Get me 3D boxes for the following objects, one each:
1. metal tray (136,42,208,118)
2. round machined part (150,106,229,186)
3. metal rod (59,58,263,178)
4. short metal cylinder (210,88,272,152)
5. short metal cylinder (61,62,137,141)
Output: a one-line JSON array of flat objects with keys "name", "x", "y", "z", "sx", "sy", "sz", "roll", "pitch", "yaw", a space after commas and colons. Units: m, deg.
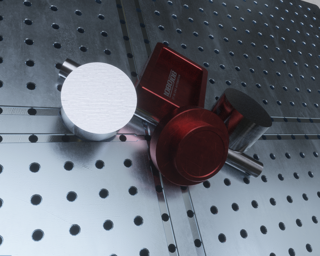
[{"name": "metal tray", "x": 0.018, "y": -0.061, "z": 0.433, "sx": 0.090, "sy": 0.030, "sz": 0.130, "roll": 28, "pitch": 39, "yaw": -10}, {"name": "round machined part", "x": 0.041, "y": 0.025, "z": 0.369, "sx": 0.099, "sy": 0.042, "sz": 0.097, "roll": -6, "pitch": 106, "yaw": -21}, {"name": "metal rod", "x": 0.009, "y": -0.008, "z": 0.418, "sx": 0.301, "sy": 0.025, "sz": 0.025, "roll": 28, "pitch": 52, "yaw": -11}, {"name": "short metal cylinder", "x": 0.111, "y": -0.012, "z": 0.444, "sx": 0.080, "sy": 0.050, "sz": 0.080, "roll": 24, "pitch": 33, "yaw": -17}, {"name": "short metal cylinder", "x": -0.072, "y": -0.028, "z": 0.355, "sx": 0.081, "sy": 0.050, "sz": 0.080, "roll": 4, "pitch": 77, "yaw": -18}]
